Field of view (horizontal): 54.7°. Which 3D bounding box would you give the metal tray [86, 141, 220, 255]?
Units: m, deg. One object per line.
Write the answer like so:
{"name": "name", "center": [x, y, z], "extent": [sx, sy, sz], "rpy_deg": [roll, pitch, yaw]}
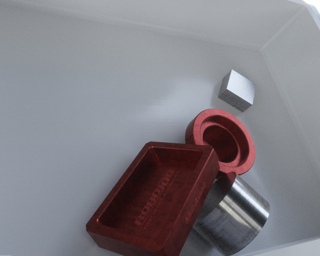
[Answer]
{"name": "metal tray", "center": [-0.003, 0.069, 0.322], "extent": [0.130, 0.090, 0.030], "rpy_deg": [-54, 134, -39]}

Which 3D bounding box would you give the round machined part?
{"name": "round machined part", "center": [0.077, 0.026, 0.422], "extent": [0.099, 0.042, 0.098], "rpy_deg": [14, 56, -21]}

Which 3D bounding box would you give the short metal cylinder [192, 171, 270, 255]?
{"name": "short metal cylinder", "center": [0.077, 0.096, 0.355], "extent": [0.050, 0.080, 0.080], "rpy_deg": [43, 51, 1]}

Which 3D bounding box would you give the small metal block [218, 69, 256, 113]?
{"name": "small metal block", "center": [0.129, -0.062, 0.515], "extent": [0.050, 0.025, 0.050], "rpy_deg": [30, 52, -10]}
